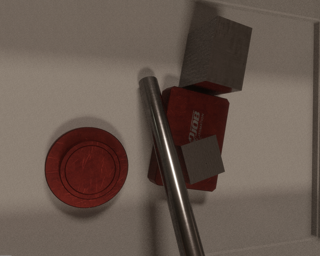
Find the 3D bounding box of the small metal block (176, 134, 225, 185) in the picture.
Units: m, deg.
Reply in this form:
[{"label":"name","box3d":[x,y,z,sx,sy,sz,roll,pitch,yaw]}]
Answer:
[{"label":"small metal block","box3d":[0.050,0.039,0.398,0.050,0.025,0.050,-17,96,-20]}]

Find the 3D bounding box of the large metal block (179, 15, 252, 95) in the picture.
[{"label":"large metal block","box3d":[0.070,-0.089,0.408,0.050,0.080,0.080,12,86,-20]}]

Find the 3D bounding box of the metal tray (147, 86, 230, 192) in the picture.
[{"label":"metal tray","box3d":[0.040,0.016,0.424,0.091,0.030,0.129,11,86,-20]}]

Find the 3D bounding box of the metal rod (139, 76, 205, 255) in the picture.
[{"label":"metal rod","box3d":[0.018,0.072,0.349,0.025,0.025,0.299,-5,65,-20]}]

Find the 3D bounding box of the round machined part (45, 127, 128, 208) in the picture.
[{"label":"round machined part","box3d":[-0.085,0.048,0.371,0.099,0.042,0.097,0,90,-21]}]
